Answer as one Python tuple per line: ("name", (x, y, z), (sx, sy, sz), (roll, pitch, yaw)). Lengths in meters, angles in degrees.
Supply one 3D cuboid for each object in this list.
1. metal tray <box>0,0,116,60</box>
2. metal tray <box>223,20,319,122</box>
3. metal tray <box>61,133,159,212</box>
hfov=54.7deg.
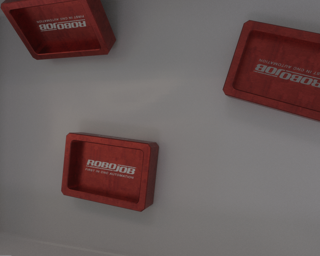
("metal tray", (-0.137, -0.142, 0.426), (0.130, 0.090, 0.030), (1, 48, 20))
("metal tray", (0.149, -0.064, 0.355), (0.130, 0.030, 0.089), (19, 96, 19))
("metal tray", (-0.071, 0.058, 0.432), (0.130, 0.030, 0.089), (7, 92, 19))
